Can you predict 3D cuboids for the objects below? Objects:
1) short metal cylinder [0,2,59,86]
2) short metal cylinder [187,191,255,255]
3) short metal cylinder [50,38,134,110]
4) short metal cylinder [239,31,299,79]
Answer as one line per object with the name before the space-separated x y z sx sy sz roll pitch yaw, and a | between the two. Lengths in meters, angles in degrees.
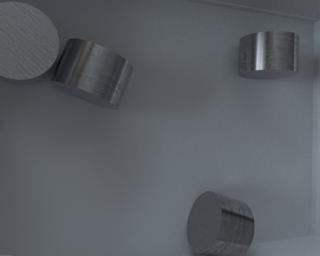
short metal cylinder | -0.154 -0.090 0.340 0.081 0.050 0.079 0 90 -21
short metal cylinder | 0.078 0.130 0.412 0.050 0.080 0.080 21 83 -19
short metal cylinder | -0.077 -0.059 0.354 0.080 0.080 0.050 22 83 -19
short metal cylinder | 0.154 -0.101 0.440 0.081 0.080 0.050 1 90 -20
